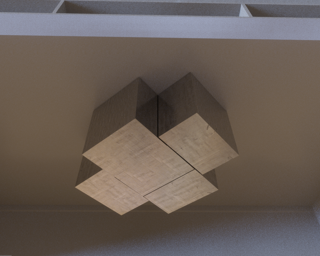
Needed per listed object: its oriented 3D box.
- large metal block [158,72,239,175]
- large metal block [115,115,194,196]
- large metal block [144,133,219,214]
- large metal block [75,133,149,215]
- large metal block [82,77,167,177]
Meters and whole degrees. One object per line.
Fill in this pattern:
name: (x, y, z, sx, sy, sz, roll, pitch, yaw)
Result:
large metal block: (0.043, -0.006, 0.368, 0.050, 0.080, 0.080, -33, 123, 25)
large metal block: (-0.007, 0.027, 0.395, 0.080, 0.080, 0.050, -32, 123, 24)
large metal block: (0.026, 0.056, 0.421, 0.080, 0.080, 0.050, -32, 123, 24)
large metal block: (-0.060, 0.057, 0.420, 0.050, 0.080, 0.080, -33, 123, 25)
large metal block: (-0.040, -0.001, 0.369, 0.080, 0.080, 0.050, -32, 123, 24)
